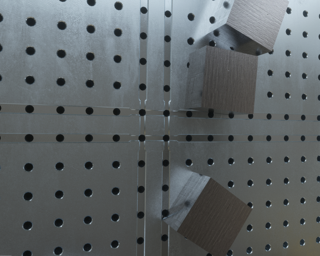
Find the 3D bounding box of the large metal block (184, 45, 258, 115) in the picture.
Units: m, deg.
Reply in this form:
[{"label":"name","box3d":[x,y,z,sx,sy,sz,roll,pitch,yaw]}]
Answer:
[{"label":"large metal block","box3d":[0.085,-0.063,0.432,0.081,0.050,0.080,6,88,-20]}]

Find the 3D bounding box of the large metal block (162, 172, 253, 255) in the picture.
[{"label":"large metal block","box3d":[0.065,0.119,0.425,0.080,0.050,0.080,38,78,-17]}]

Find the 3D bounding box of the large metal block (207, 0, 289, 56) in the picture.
[{"label":"large metal block","box3d":[0.127,-0.159,0.448,0.080,0.050,0.080,24,82,-19]}]
